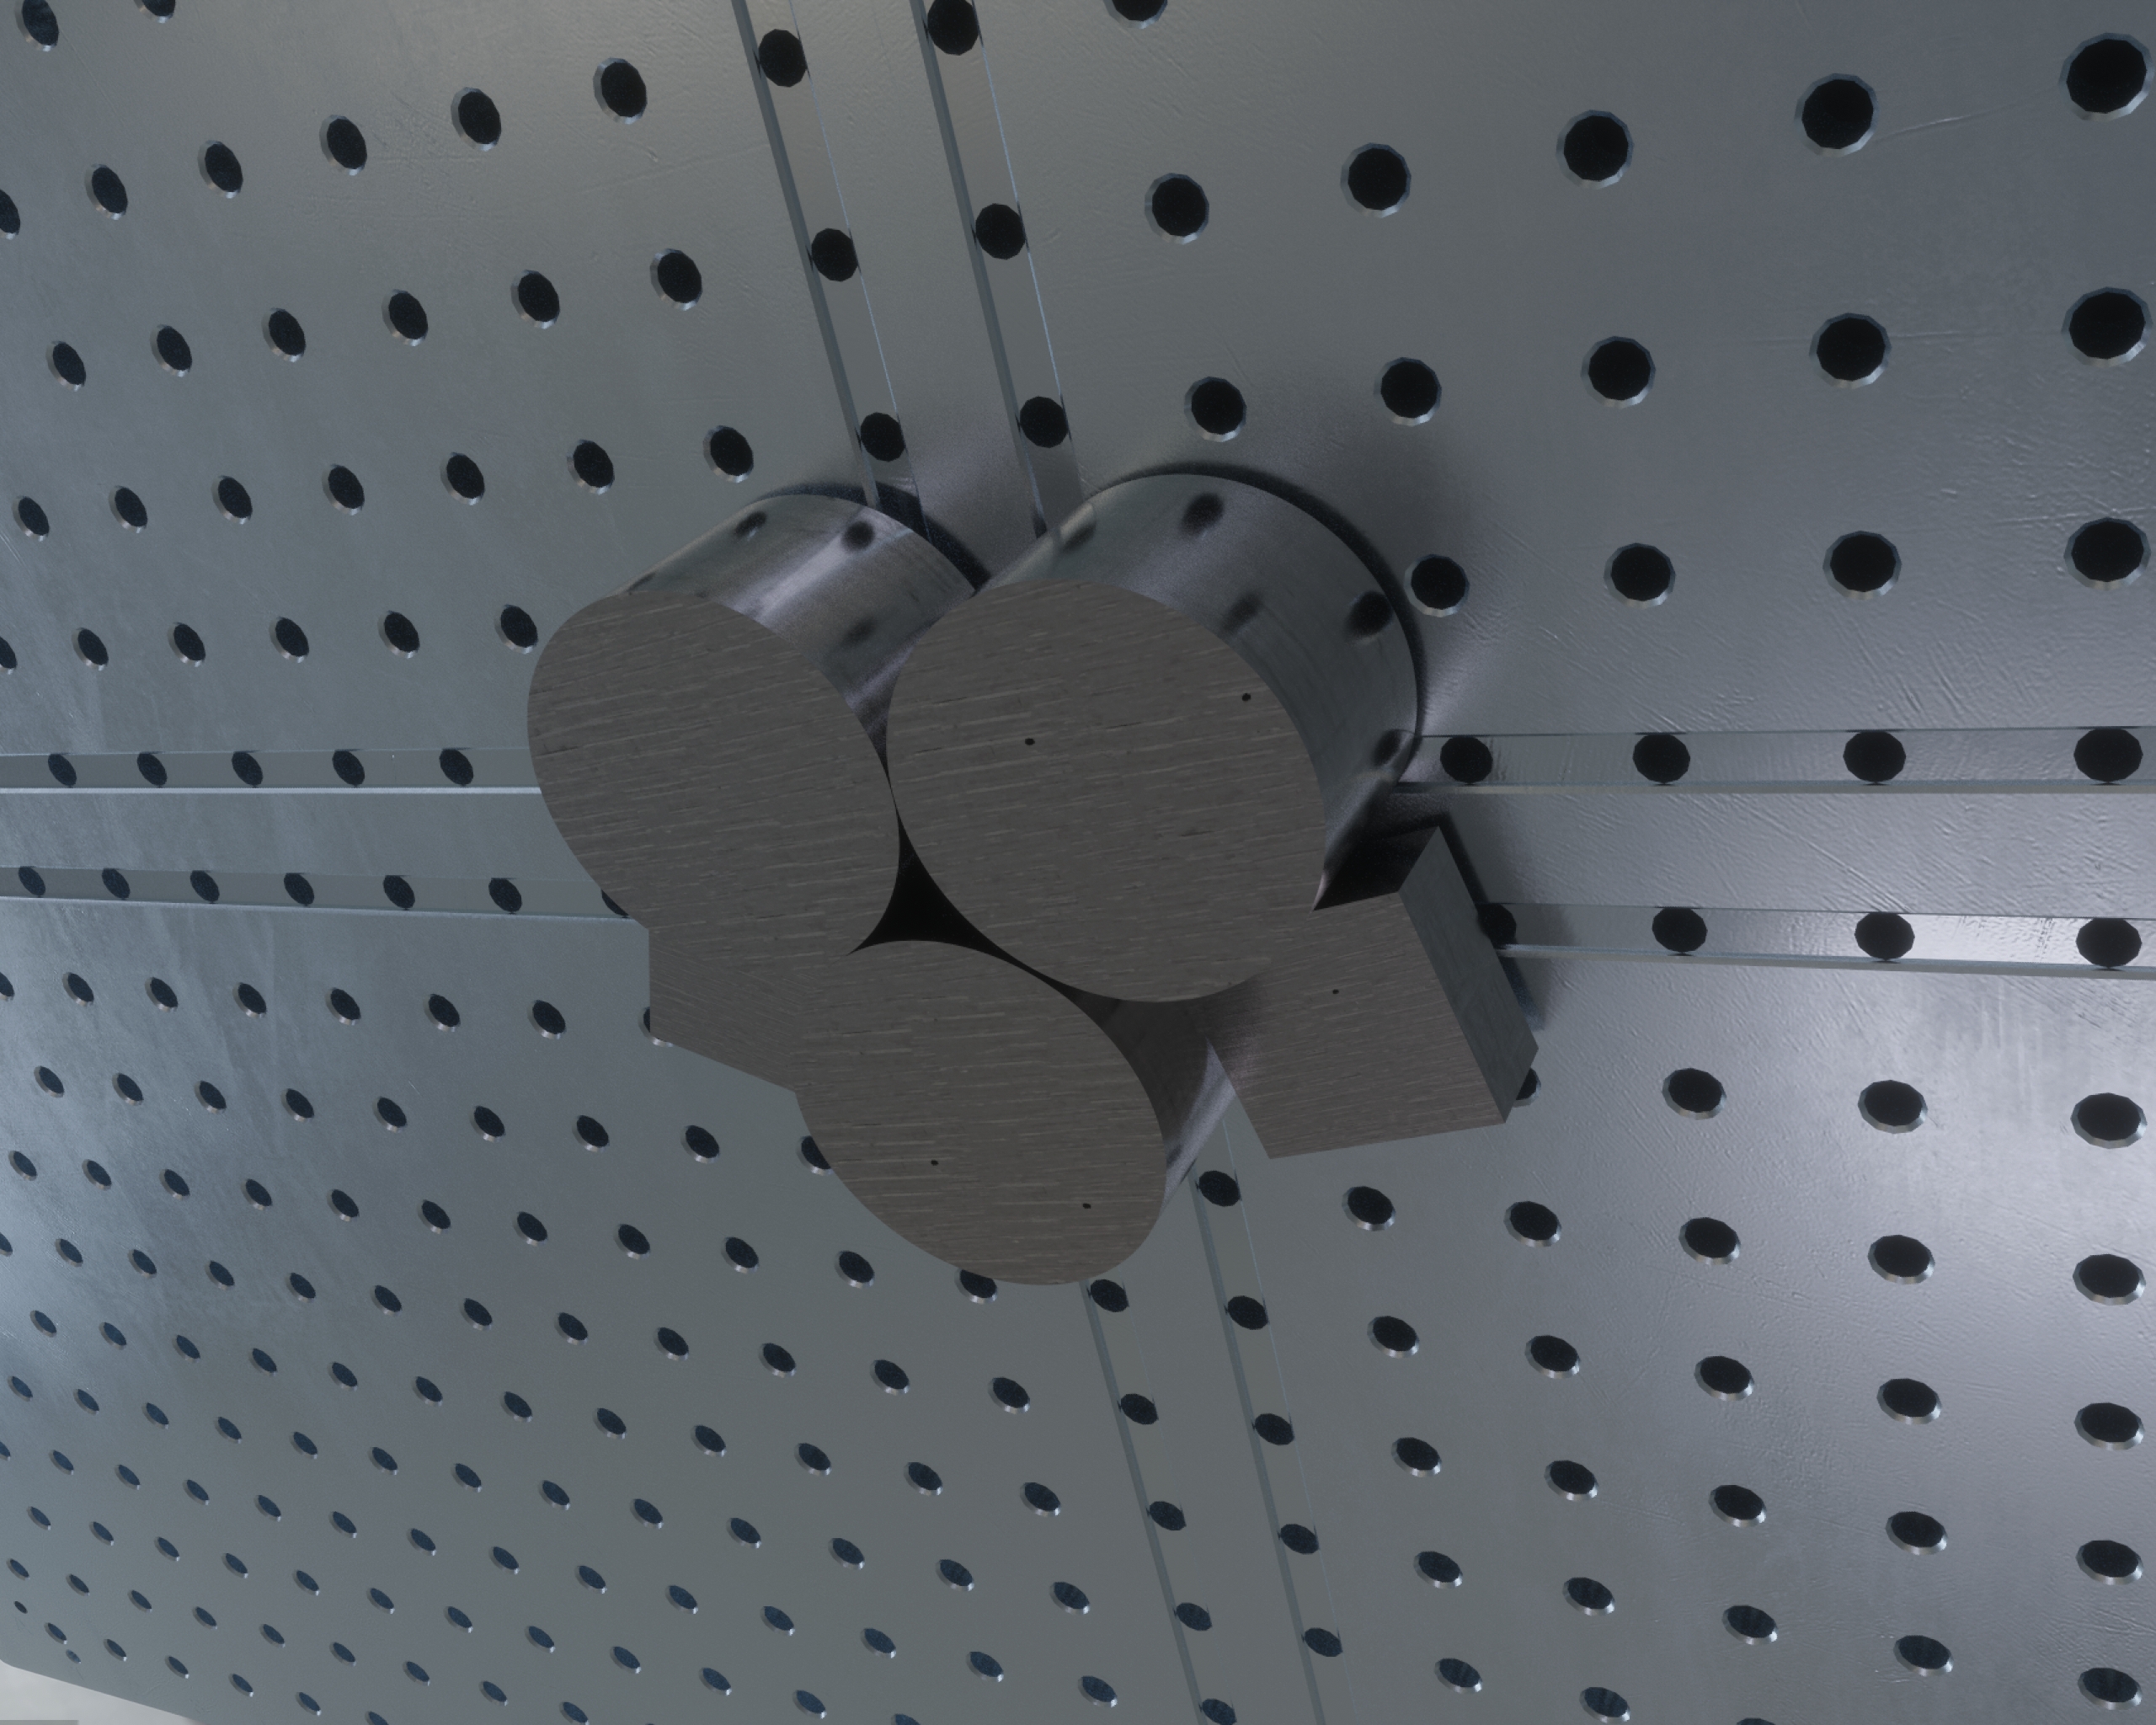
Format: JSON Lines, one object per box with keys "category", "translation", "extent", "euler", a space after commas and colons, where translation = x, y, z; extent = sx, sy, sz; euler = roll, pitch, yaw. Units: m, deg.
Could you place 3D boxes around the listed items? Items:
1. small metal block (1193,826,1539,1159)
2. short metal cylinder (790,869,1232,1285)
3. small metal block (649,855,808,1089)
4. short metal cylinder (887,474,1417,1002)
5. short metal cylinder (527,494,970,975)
{"category": "small metal block", "translation": [0.052, 0.026, 0.395], "extent": [0.050, 0.025, 0.050], "euler": [-15, 111, 34]}
{"category": "short metal cylinder", "translation": [-0.010, 0.037, 0.419], "extent": [0.080, 0.050, 0.079], "euler": [13, 124, 21]}
{"category": "small metal block", "translation": [-0.065, 0.020, 0.453], "extent": [0.050, 0.025, 0.050], "euler": [19, 126, 17]}
{"category": "short metal cylinder", "translation": [0.014, -0.022, 0.369], "extent": [0.080, 0.050, 0.079], "euler": [13, 124, 21]}
{"category": "short metal cylinder", "translation": [-0.058, -0.025, 0.405], "extent": [0.080, 0.050, 0.079], "euler": [13, 124, 21]}
